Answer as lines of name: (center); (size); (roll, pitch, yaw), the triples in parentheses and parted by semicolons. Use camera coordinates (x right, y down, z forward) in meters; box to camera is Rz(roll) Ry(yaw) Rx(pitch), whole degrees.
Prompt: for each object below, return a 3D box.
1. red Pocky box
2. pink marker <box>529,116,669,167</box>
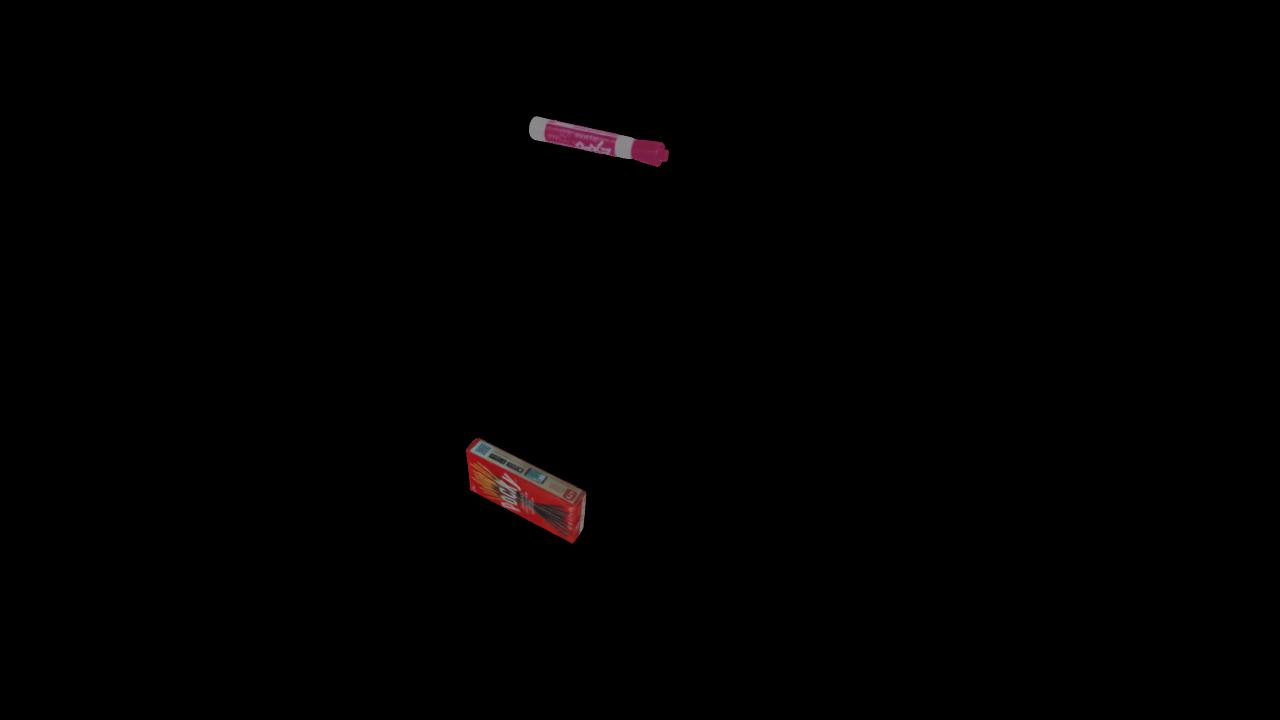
red Pocky box: (-0.138, 0.157, 0.738); (0.155, 0.083, 0.028); (23, 45, 15)
pink marker: (-0.034, -0.178, 0.502); (0.121, 0.020, 0.020); (17, 5, 16)
